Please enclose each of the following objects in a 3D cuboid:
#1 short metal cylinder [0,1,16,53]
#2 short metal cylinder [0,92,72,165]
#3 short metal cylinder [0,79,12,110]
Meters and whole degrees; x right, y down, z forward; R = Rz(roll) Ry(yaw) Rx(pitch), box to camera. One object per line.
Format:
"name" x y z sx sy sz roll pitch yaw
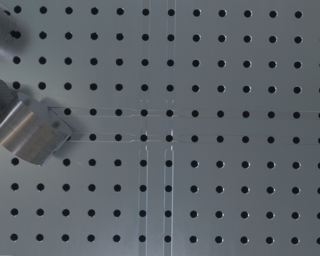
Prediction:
"short metal cylinder" -0.238 -0.138 0.399 0.081 0.050 0.079 0 90 0
"short metal cylinder" -0.158 0.001 0.384 0.080 0.080 0.050 41 90 0
"short metal cylinder" -0.228 -0.024 0.384 0.050 0.080 0.080 7 90 0
